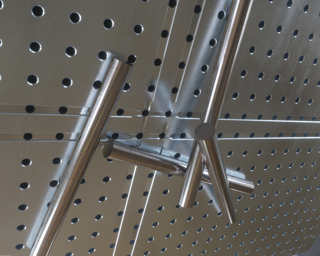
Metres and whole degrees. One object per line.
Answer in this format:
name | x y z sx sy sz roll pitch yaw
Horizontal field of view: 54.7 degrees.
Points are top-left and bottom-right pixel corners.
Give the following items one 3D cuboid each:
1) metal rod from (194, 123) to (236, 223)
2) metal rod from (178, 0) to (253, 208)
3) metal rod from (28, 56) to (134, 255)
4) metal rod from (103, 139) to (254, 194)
metal rod | 0.094 0.088 0.478 0.025 0.025 0.299 -34 142 -6
metal rod | 0.070 -0.025 0.416 0.025 0.025 0.298 2 112 -30
metal rod | -0.106 0.053 0.386 0.025 0.025 0.298 15 111 -35
metal rod | 0.048 0.068 0.481 0.302 0.025 0.025 20 108 -36
